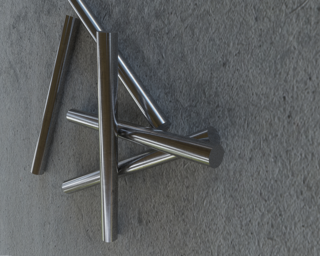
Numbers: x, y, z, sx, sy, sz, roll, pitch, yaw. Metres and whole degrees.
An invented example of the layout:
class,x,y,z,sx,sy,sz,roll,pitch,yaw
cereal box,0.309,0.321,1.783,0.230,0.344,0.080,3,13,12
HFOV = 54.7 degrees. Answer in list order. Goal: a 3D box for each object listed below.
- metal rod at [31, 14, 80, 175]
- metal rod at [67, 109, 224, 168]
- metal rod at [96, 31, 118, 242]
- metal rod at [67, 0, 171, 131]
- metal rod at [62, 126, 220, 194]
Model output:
class,x,y,z,sx,sy,sz,roll,pitch,yaw
metal rod,-0.193,-0.052,0.564,0.025,0.025,0.298,29,108,36
metal rod,-0.045,0.004,0.421,0.300,0.025,0.025,14,99,45
metal rod,-0.069,0.026,0.414,0.025,0.025,0.298,21,118,38
metal rod,-0.072,-0.112,0.464,0.025,0.025,0.299,-49,61,29
metal rod,-0.048,0.056,0.444,0.299,0.025,0.025,-23,76,37
